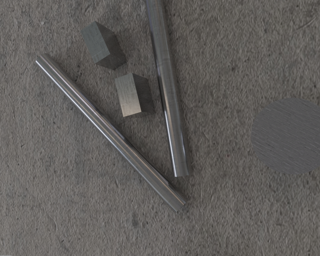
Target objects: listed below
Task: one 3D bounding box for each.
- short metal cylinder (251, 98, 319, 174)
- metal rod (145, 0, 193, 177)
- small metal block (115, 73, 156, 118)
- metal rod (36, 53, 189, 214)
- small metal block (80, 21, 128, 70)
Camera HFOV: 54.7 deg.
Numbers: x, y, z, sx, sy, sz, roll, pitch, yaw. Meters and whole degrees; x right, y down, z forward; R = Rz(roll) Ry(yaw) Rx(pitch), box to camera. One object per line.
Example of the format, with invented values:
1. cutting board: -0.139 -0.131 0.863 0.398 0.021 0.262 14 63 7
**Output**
1. short metal cylinder: 0.145 0.008 0.344 0.080 0.050 0.079 0 90 20
2. metal rod: 0.006 -0.087 0.406 0.025 0.025 0.298 -10 87 19
3. small metal block: -0.031 -0.041 0.407 0.025 0.050 0.050 -15 85 19
4. metal rod: -0.075 -0.001 0.435 0.300 0.025 0.025 45 104 14
5. small metal block: -0.075 -0.111 0.422 0.025 0.050 0.050 -28 81 18
